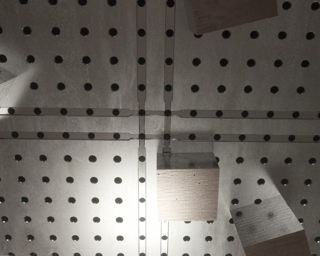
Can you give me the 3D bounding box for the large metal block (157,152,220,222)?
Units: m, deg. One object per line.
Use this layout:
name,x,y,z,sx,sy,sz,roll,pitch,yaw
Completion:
large metal block,0.036,0.081,0.431,0.081,0.050,0.079,-1,110,0

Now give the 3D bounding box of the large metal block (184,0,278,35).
large metal block,0.070,-0.138,0.334,0.080,0.080,0.050,-13,110,4

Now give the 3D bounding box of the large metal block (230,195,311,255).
large metal block,0.154,0.149,0.441,0.080,0.080,0.050,-20,109,7

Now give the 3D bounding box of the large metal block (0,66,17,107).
large metal block,-0.240,-0.049,0.379,0.080,0.050,0.080,33,106,-12
